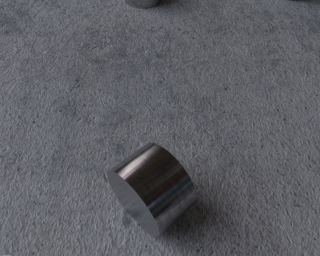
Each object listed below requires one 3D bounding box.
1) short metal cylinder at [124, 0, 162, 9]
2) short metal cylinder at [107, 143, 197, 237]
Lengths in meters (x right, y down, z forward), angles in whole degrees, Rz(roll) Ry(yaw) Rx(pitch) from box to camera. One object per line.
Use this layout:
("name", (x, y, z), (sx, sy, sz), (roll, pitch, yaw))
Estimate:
("short metal cylinder", (-0.035, -0.286, 0.627), (0.080, 0.050, 0.080), (0, 50, 0))
("short metal cylinder", (-0.009, 0.062, 0.315), (0.050, 0.080, 0.080), (-35, 58, -26))
